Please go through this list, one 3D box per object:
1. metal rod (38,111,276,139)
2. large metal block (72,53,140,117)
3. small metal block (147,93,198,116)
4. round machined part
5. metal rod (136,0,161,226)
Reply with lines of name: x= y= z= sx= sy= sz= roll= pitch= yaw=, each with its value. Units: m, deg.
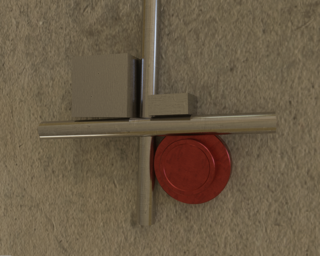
metal rod: x=-0.015 y=-0.001 z=0.388 sx=0.301 sy=0.025 sz=0.025 roll=-2 pitch=90 yaw=15
large metal block: x=-0.070 y=-0.054 z=0.420 sx=0.080 sy=0.050 sz=0.079 roll=1 pitch=90 yaw=19
small metal block: x=0.017 y=-0.028 z=0.390 sx=0.050 sy=0.050 sz=0.025 roll=-1 pitch=90 yaw=19
round machined part: x=0.038 y=0.047 z=0.386 sx=0.098 sy=0.042 sz=0.097 roll=0 pitch=90 yaw=19
metal rod: x=-0.015 y=-0.022 z=0.414 sx=0.025 sy=0.025 sz=0.298 roll=2 pitch=91 yaw=19
